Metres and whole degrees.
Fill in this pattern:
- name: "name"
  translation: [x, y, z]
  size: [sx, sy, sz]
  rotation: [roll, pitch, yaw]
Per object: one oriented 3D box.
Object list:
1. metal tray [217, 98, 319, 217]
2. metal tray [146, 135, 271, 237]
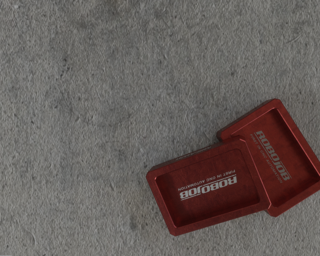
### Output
- name: "metal tray"
  translation: [0.147, 0.038, 0.408]
  size: [0.090, 0.030, 0.130]
  rotation: [-33, 90, 0]
- name: "metal tray"
  translation: [0.059, 0.073, 0.389]
  size: [0.130, 0.030, 0.090]
  rotation: [-22, 93, 15]
